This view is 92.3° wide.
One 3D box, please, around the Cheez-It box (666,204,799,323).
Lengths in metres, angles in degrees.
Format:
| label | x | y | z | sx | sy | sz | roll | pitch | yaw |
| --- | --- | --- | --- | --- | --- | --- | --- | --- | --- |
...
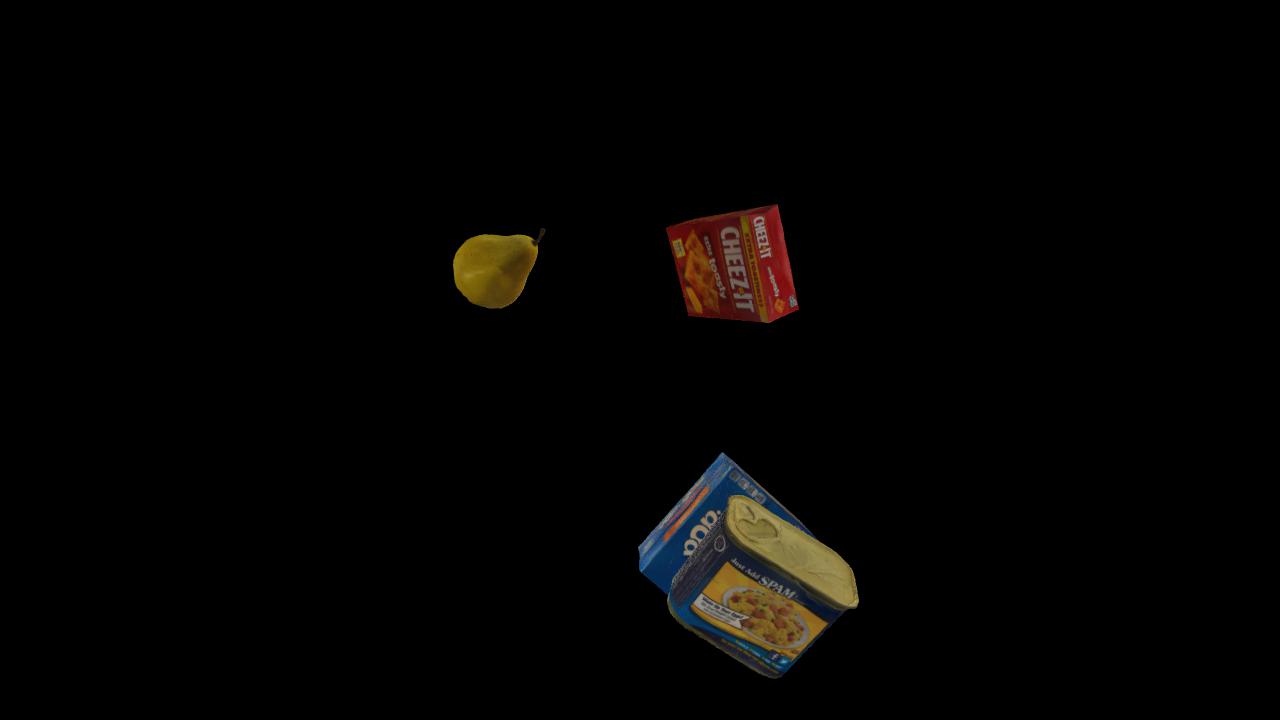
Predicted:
| label | x | y | z | sx | sy | sz | roll | pitch | yaw |
| --- | --- | --- | --- | --- | --- | --- | --- | --- | --- |
| Cheez-It box | 0.144 | -0.151 | 0.994 | 0.071 | 0.166 | 0.223 | -24 | 17 | -26 |

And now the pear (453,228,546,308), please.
| label | x | y | z | sx | sy | sz | roll | pitch | yaw |
| --- | --- | --- | --- | --- | --- | --- | --- | --- | --- |
| pear | -0.138 | -0.099 | 0.643 | 0.111 | 0.080 | 0.080 | -14 | -6 | 25 |

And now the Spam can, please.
| label | x | y | z | sx | sy | sz | roll | pitch | yaw |
| --- | --- | --- | --- | --- | --- | --- | --- | --- | --- |
| Spam can | 0.082 | 0.158 | 0.426 | 0.101 | 0.085 | 0.058 | 32 | 22 | 2 |

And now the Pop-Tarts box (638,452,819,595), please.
| label | x | y | z | sx | sy | sz | roll | pitch | yaw |
| --- | --- | --- | --- | --- | --- | --- | --- | --- | --- |
| Pop-Tarts box | 0.104 | 0.227 | 0.755 | 0.141 | 0.167 | 0.083 | 42 | -1 | -4 |
